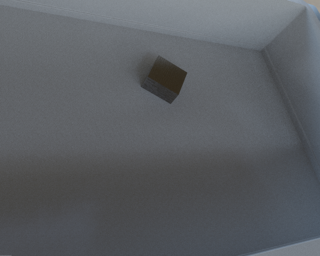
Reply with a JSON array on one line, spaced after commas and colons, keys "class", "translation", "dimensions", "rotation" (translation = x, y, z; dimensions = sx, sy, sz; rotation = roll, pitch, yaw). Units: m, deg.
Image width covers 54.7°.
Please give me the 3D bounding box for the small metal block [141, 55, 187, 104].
[{"class": "small metal block", "translation": [0.007, -0.071, 0.454], "dimensions": [0.050, 0.025, 0.050], "rotation": [30, 52, -10]}]
